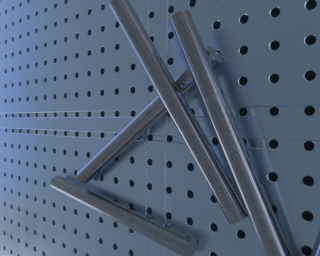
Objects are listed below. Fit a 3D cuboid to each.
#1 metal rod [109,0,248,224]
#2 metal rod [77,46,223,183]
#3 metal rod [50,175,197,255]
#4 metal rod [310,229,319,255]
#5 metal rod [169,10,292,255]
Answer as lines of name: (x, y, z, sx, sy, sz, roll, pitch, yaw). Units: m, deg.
metal rod: (0.017, -0.030, 0.366, 0.025, 0.025, 0.299, -36, 77, 34)
metal rod: (-0.032, -0.002, 0.436, 0.299, 0.025, 0.025, -41, 65, 32)
metal rod: (-0.075, 0.123, 0.472, 0.300, 0.025, 0.025, 12, 98, 39)
metal rod: (0.173, 0.033, 0.266, 0.025, 0.025, 0.298, 22, 104, 38)
metal rod: (0.075, 0.013, 0.328, 0.025, 0.025, 0.299, -27, 79, 37)
